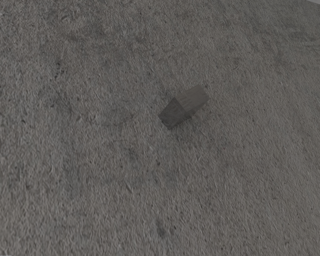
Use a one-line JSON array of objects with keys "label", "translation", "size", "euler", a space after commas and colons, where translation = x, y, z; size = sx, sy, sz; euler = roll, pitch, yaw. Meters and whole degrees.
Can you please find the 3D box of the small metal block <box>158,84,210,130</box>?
[{"label": "small metal block", "translation": [0.032, -0.028, 0.422], "size": [0.050, 0.050, 0.025], "euler": [-30, 79, -38]}]
